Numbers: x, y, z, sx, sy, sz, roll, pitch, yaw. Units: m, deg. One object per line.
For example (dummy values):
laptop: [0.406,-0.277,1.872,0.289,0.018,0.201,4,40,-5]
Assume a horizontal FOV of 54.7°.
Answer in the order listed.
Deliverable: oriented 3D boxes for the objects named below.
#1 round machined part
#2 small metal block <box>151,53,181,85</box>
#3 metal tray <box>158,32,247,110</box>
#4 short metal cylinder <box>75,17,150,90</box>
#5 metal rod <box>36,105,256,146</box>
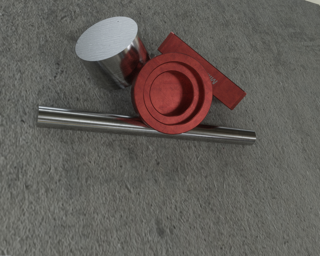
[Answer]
round machined part: [0.012,-0.043,0.387,0.099,0.042,0.097,-2,97,-16]
small metal block: [-0.002,-0.069,0.428,0.050,0.050,0.025,21,54,-16]
metal tray: [0.061,-0.083,0.452,0.130,0.030,0.090,39,13,-2]
short metal cylinder: [-0.058,-0.094,0.390,0.080,0.050,0.080,-10,52,13]
metal rod: [0.001,0.001,0.405,0.302,0.025,0.025,6,59,-25]
